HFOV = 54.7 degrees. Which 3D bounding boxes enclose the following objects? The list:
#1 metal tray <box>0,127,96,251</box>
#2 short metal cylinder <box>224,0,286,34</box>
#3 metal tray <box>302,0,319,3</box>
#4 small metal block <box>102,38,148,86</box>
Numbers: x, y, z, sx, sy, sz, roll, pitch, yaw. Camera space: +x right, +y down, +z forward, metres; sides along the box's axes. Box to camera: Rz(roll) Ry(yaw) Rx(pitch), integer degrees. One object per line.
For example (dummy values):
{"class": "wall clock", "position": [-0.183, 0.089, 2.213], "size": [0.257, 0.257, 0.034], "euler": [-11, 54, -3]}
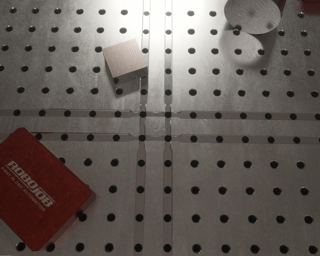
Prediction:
{"class": "metal tray", "position": [-0.157, 0.073, 0.381], "size": [0.130, 0.030, 0.090], "euler": [39, 74, 13]}
{"class": "short metal cylinder", "position": [0.140, -0.184, 0.452], "size": [0.080, 0.080, 0.050], "euler": [20, 71, 7]}
{"class": "metal tray", "position": [0.295, -0.252, 0.504], "size": [0.131, 0.030, 0.090], "euler": [-2, 70, -1]}
{"class": "small metal block", "position": [-0.050, -0.095, 0.446], "size": [0.050, 0.025, 0.050], "euler": [-20, 72, -8]}
